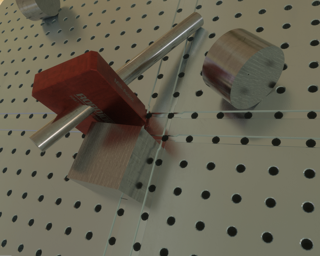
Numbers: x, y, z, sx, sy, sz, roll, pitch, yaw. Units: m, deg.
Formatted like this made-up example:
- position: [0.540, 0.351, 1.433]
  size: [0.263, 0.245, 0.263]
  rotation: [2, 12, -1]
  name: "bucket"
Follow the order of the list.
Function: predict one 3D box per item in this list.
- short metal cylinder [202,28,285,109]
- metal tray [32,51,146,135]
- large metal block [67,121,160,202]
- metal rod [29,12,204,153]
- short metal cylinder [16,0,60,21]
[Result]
- position: [0.097, -0.069, 0.364]
  size: [0.080, 0.080, 0.050]
  rotation: [-42, 51, -1]
  name: "short metal cylinder"
- position: [-0.086, -0.035, 0.405]
  size: [0.090, 0.130, 0.030]
  rotation: [-18, 56, 18]
  name: "metal tray"
- position: [-0.058, 0.041, 0.396]
  size: [0.080, 0.050, 0.080]
  rotation: [6, 65, 30]
  name: "large metal block"
- position: [-0.045, -0.074, 0.426]
  size: [0.025, 0.025, 0.301]
  rotation: [30, 62, 37]
  name: "metal rod"
- position: [-0.268, -0.283, 0.684]
  size: [0.050, 0.080, 0.080]
  rotation: [-5, 60, 25]
  name: "short metal cylinder"
